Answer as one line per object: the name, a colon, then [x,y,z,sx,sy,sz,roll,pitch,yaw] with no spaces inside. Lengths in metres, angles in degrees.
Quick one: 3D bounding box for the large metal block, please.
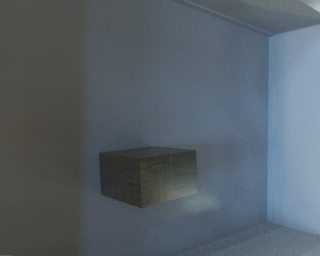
large metal block: [-0.014,0.052,0.361,0.081,0.080,0.050,-4,93,-40]
